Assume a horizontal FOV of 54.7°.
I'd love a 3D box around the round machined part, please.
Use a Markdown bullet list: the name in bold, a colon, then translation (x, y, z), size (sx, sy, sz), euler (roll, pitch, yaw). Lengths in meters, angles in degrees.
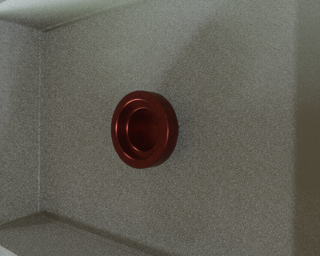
- **round machined part**: translation (-0.015, 0.002, 0.401), size (0.098, 0.042, 0.097), euler (0, 90, 39)
